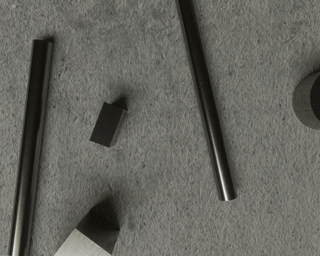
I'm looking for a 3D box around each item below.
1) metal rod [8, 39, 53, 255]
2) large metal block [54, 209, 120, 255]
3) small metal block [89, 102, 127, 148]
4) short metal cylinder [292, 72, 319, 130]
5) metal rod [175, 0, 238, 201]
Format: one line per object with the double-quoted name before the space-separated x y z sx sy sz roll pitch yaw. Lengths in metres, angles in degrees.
"metal rod" -0.171 0.035 0.407 0.025 0.025 0.298 7 90 -1
"large metal block" -0.098 0.157 0.381 0.050 0.080 0.080 37 90 -1
"small metal block" -0.064 -0.004 0.397 0.025 0.050 0.050 21 90 0
"short metal cylinder" 0.222 -0.037 0.400 0.081 0.050 0.079 0 90 -1
"metal rod" 0.059 -0.053 0.410 0.025 0.025 0.298 -13 90 0
